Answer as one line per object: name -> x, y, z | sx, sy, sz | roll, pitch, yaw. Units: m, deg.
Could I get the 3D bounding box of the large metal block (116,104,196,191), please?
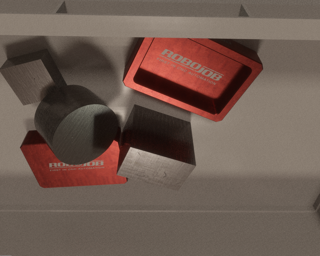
large metal block -> -0.005, 0.024, 0.393 | 0.081, 0.080, 0.050 | 18, 128, -15

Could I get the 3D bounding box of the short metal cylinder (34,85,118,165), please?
short metal cylinder -> -0.097, -0.004, 0.363 | 0.081, 0.050, 0.079 | -27, 137, -28

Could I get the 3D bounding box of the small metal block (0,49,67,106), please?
small metal block -> -0.144, -0.058, 0.358 | 0.050, 0.025, 0.050 | -12, 129, 9

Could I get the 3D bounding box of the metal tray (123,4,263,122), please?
metal tray -> 0.035, -0.067, 0.349 | 0.131, 0.030, 0.089 | 20, 127, -17

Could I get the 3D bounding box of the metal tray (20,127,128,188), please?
metal tray -> -0.116, 0.043, 0.441 | 0.131, 0.030, 0.089 | -4, 130, 2
